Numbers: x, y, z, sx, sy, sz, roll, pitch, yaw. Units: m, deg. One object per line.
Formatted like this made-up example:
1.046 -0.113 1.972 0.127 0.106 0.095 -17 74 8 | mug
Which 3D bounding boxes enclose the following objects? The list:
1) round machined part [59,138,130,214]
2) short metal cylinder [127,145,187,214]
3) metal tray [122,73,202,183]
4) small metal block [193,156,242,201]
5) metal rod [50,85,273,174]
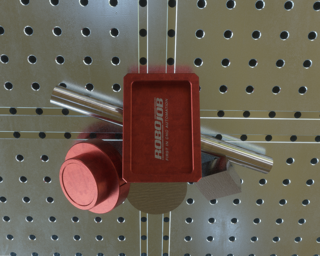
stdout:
-0.090 0.066 0.399 0.098 0.042 0.097 9 107 31 | round machined part
-0.005 0.069 0.421 0.081 0.050 0.079 0 110 0 | short metal cylinder
0.002 0.000 0.375 0.091 0.030 0.129 0 81 -1 | metal tray
0.078 0.070 0.424 0.050 0.025 0.050 -21 126 24 | small metal block
0.008 0.005 0.411 0.302 0.025 0.025 18 109 -7 | metal rod
